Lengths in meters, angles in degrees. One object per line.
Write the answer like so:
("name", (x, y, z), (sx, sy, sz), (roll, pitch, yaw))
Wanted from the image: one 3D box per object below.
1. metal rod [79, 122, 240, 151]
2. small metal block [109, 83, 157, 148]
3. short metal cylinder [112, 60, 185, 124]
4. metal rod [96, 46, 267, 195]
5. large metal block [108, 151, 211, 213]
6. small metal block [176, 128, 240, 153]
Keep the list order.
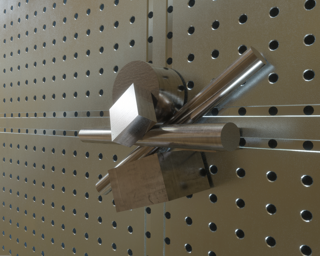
("metal rod", (-0.030, 0.010, 0.383), (0.299, 0.025, 0.025), (-1, 89, 53))
("small metal block", (-0.032, -0.014, 0.355), (0.050, 0.025, 0.050), (-43, 42, 32))
("short metal cylinder", (-0.016, -0.043, 0.401), (0.080, 0.050, 0.080), (-1, 89, 40))
("metal rod", (0.007, 0.008, 0.400), (0.299, 0.025, 0.025), (-41, 65, 32))
("large metal block", (-0.001, 0.061, 0.368), (0.080, 0.081, 0.050), (-23, 76, 38))
("small metal block", (0.054, 0.012, 0.344), (0.050, 0.050, 0.025), (0, 90, 41))
